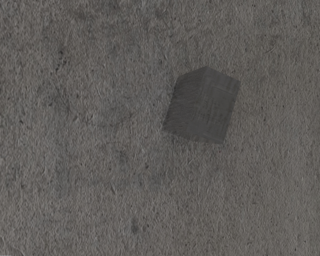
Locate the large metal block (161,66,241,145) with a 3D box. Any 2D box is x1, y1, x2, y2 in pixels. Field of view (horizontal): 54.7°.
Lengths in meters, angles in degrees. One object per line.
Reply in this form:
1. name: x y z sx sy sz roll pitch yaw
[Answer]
1. large metal block: 0.050 -0.026 0.398 0.050 0.080 0.080 20 84 -19
